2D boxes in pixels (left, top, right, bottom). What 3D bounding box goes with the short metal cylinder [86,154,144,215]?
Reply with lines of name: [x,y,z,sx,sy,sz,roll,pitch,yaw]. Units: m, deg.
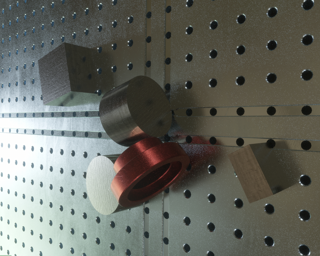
short metal cylinder: [-0.060,0.077,0.436,0.080,0.050,0.079,1,92,44]

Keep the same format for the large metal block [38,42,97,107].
large metal block: [-0.156,-0.086,0.519,0.080,0.050,0.080,-17,80,38]

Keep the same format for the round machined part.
round machined part: [-0.016,0.048,0.373,0.097,0.099,0.042,-51,61,27]

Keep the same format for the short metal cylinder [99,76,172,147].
short metal cylinder: [-0.030,-0.020,0.396,0.050,0.081,0.080,-20,77,38]

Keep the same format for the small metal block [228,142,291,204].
small metal block: [0.100,0.043,0.310,0.025,0.050,0.050,-34,70,35]
